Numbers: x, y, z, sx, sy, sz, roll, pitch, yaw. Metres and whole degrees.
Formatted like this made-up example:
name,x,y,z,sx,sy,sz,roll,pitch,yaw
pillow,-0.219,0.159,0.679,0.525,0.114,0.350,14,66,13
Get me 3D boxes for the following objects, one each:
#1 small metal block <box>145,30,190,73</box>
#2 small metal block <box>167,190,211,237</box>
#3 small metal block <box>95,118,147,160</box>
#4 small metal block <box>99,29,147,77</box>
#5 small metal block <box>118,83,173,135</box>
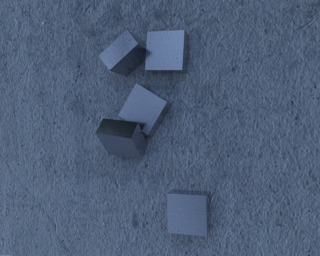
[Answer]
name,x,y,z,sx,sy,sz,roll,pitch,yaw
small metal block,0.010,-0.099,0.405,0.050,0.025,0.050,4,91,20
small metal block,0.037,0.107,0.396,0.050,0.025,0.050,-1,90,20
small metal block,-0.050,0.015,0.411,0.050,0.050,0.025,7,55,20
small metal block,-0.044,-0.098,0.411,0.050,0.050,0.025,-39,78,16
small metal block,-0.019,-0.025,0.416,0.050,0.025,0.050,33,101,17
